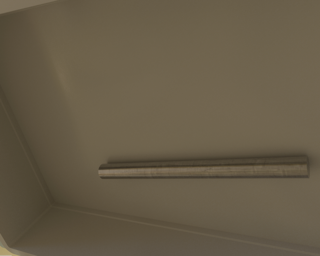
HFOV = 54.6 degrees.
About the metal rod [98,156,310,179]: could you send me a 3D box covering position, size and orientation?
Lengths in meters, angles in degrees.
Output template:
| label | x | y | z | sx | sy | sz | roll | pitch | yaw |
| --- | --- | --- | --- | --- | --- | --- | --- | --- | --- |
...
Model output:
| label | x | y | z | sx | sy | sz | roll | pitch | yaw |
| --- | --- | --- | --- | --- | --- | --- | --- | --- | --- |
| metal rod | 0.038 | 0.057 | 0.424 | 0.300 | 0.025 | 0.025 | -6 | 116 | 31 |
